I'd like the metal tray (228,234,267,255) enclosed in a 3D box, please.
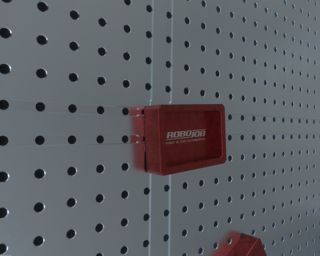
[{"bbox_3d":[0.156,0.263,0.536,0.091,0.030,0.130,-38,113,-33],"label":"metal tray"}]

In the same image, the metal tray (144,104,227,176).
[{"bbox_3d":[0.040,0.012,0.437,0.131,0.030,0.090,-4,93,-40],"label":"metal tray"}]
